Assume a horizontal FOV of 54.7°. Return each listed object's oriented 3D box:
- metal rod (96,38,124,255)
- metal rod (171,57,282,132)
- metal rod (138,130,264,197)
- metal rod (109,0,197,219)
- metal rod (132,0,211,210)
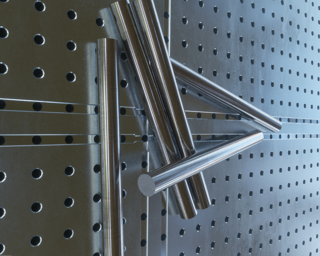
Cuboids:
[{"bbox_3d":[-0.058,0.048,0.362,0.025,0.025,0.298,-3,92,-40],"label":"metal rod"},{"bbox_3d":[0.114,-0.045,0.507,0.302,0.025,0.025,21,77,-38],"label":"metal rod"},{"bbox_3d":[0.080,0.038,0.445,0.302,0.025,0.025,-14,99,-50],"label":"metal rod"},{"bbox_3d":[-0.004,-0.013,0.407,0.025,0.025,0.298,-30,109,-36],"label":"metal rod"},{"bbox_3d":[0.021,-0.019,0.415,0.025,0.025,0.298,-33,115,-35],"label":"metal rod"}]
